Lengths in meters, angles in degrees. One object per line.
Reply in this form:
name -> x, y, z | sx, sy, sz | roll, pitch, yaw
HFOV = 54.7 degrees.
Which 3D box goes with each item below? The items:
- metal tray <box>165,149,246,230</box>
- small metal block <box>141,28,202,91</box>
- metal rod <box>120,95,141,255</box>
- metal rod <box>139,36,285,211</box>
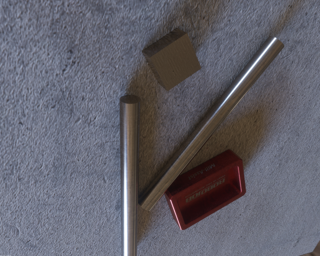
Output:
metal tray -> 0.076, 0.102, 0.507 | 0.131, 0.030, 0.090 | -26, 128, -12
small metal block -> 0.014, -0.080, 0.365 | 0.050, 0.025, 0.050 | -35, 129, -5
metal rod -> -0.043, 0.094, 0.441 | 0.025, 0.025, 0.298 | -11, 123, -23
metal rod -> 0.067, -0.001, 0.443 | 0.025, 0.025, 0.299 | 31, 101, -38
